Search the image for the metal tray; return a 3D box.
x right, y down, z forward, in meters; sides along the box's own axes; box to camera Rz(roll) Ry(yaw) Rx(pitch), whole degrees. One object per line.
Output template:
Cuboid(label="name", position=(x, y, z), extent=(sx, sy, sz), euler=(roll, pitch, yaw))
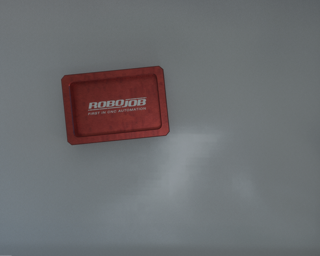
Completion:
Cuboid(label="metal tray", position=(-0.057, -0.029, 0.408), extent=(0.131, 0.030, 0.090), euler=(-6, 90, 0))
